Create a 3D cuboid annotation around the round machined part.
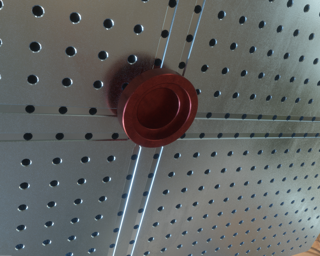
[{"bbox_3d":[-0.006,-0.027,0.381,0.099,0.042,0.097,-14,125,-21],"label":"round machined part"}]
